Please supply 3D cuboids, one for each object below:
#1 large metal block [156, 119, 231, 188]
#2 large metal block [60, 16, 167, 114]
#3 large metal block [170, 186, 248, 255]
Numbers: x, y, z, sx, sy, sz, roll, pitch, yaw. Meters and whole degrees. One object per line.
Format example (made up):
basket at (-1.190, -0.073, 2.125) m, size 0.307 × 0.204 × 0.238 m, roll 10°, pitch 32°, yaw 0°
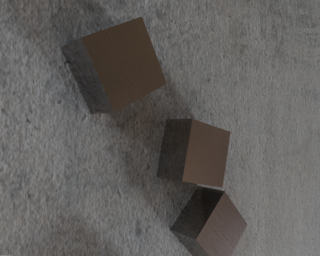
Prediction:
large metal block at (0.048, 0.036, 0.431) m, size 0.081 × 0.050 × 0.080 m, roll 16°, pitch 80°, yaw -39°
large metal block at (-0.050, -0.069, 0.348) m, size 0.081 × 0.050 × 0.080 m, roll -34°, pitch 111°, yaw -35°
large metal block at (0.073, 0.145, 0.453) m, size 0.080 × 0.050 × 0.080 m, roll -51°, pitch 120°, yaw -28°
